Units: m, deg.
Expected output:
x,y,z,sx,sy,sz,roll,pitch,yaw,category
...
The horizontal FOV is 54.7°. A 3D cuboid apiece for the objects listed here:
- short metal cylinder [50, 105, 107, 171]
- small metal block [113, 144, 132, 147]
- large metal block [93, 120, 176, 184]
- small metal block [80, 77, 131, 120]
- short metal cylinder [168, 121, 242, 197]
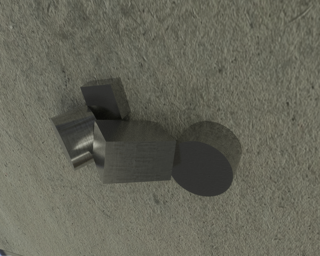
x,y,z,sx,sy,sz,roll,pitch,yaw,category
-0.113,0.013,0.435,0.080,0.050,0.080,50,155,35,short metal cylinder
-0.052,0.039,0.458,0.050,0.025,0.050,3,120,26,small metal block
-0.035,0.026,0.382,0.081,0.080,0.050,1,108,-21,large metal block
-0.073,-0.039,0.421,0.050,0.025,0.050,-1,118,28,small metal block
0.056,0.038,0.385,0.080,0.050,0.079,13,124,20,short metal cylinder
